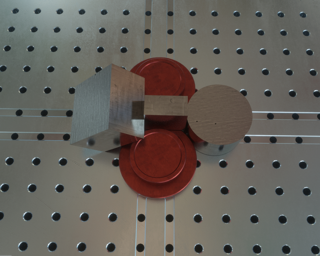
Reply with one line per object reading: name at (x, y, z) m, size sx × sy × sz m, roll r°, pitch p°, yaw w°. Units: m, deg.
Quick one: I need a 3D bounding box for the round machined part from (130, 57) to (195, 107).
round machined part at (-0.001, -0.056, 0.423) m, size 0.099 × 0.042 × 0.098 m, roll 0°, pitch 70°, yaw 0°

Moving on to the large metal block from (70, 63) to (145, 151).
large metal block at (-0.065, -0.021, 0.384) m, size 0.050 × 0.080 × 0.080 m, roll 18°, pitch 63°, yaw -42°

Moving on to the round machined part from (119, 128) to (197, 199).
round machined part at (-0.003, 0.038, 0.389) m, size 0.099 × 0.042 × 0.098 m, roll 0°, pitch 70°, yaw 0°

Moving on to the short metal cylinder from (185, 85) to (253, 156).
short metal cylinder at (0.073, -0.009, 0.401) m, size 0.081 × 0.050 × 0.080 m, roll 0°, pitch 70°, yaw 0°

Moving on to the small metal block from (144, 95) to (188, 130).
small metal block at (0.007, -0.018, 0.381) m, size 0.050 × 0.050 × 0.025 m, roll 1°, pitch 70°, yaw 0°
